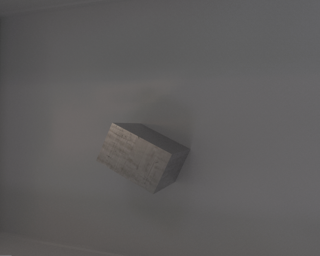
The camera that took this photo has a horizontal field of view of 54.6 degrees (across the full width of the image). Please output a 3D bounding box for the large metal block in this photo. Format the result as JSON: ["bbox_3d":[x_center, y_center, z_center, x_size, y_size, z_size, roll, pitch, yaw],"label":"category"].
[{"bbox_3d":[-0.017,0.033,0.388,0.080,0.080,0.050,27,99,18],"label":"large metal block"}]
